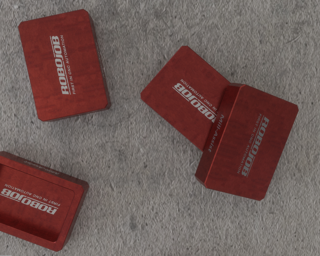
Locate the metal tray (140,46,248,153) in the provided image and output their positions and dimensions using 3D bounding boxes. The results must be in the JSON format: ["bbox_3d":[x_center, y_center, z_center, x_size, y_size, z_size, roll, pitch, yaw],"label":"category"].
[{"bbox_3d":[0.051,-0.032,0.408,0.130,0.030,0.090,41,90,0],"label":"metal tray"}]

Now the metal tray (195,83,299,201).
[{"bbox_3d":[0.108,0.019,0.387,0.091,0.030,0.129,17,96,-20],"label":"metal tray"}]

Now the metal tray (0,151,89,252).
[{"bbox_3d":[-0.171,0.094,0.405,0.131,0.030,0.090,21,90,0],"label":"metal tray"}]

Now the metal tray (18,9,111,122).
[{"bbox_3d":[-0.123,-0.080,0.406,0.091,0.030,0.129,-12,90,0],"label":"metal tray"}]
